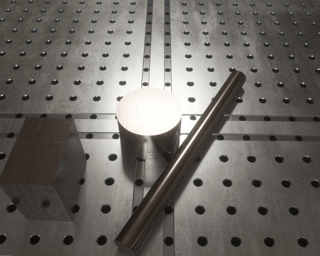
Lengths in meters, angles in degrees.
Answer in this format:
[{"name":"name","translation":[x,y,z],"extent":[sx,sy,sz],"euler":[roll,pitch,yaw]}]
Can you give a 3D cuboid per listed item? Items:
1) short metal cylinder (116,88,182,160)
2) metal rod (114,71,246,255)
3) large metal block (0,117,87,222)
[{"name":"short metal cylinder","translation":[-0.013,-0.006,0.396],"extent":[0.081,0.050,0.080],"euler":[0,50,0]},{"name":"metal rod","translation":[0.042,0.021,0.390],"extent":[0.025,0.025,0.301],"euler":[25,54,19]},{"name":"large metal block","translation":[-0.119,0.045,0.332],"extent":[0.050,0.080,0.080],"euler":[2,50,1]}]
